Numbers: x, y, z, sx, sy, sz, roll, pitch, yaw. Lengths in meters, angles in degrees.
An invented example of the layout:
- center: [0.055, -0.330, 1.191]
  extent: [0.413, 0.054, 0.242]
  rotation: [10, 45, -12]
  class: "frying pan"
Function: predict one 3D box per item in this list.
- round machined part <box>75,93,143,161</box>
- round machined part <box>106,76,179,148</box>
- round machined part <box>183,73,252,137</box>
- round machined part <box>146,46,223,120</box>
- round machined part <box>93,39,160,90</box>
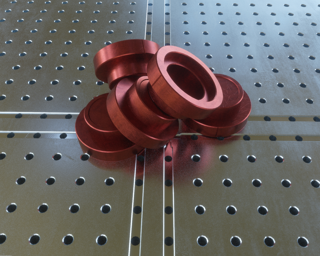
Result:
- center: [-0.061, -0.009, 0.403]
  extent: [0.099, 0.042, 0.098]
  rotation: [0, 50, 0]
  class: "round machined part"
- center: [-0.013, -0.026, 0.388]
  extent: [0.098, 0.042, 0.098]
  rotation: [28, 39, -25]
  class: "round machined part"
- center: [0.077, -0.038, 0.429]
  extent: [0.099, 0.042, 0.098]
  rotation: [0, 50, 0]
  class: "round machined part"
- center: [0.025, -0.050, 0.376]
  extent: [0.099, 0.042, 0.098]
  rotation: [24, 43, -24]
  class: "round machined part"
- center: [-0.041, -0.080, 0.433]
  extent: [0.099, 0.098, 0.042]
  rotation: [-10, 77, -8]
  class: "round machined part"
